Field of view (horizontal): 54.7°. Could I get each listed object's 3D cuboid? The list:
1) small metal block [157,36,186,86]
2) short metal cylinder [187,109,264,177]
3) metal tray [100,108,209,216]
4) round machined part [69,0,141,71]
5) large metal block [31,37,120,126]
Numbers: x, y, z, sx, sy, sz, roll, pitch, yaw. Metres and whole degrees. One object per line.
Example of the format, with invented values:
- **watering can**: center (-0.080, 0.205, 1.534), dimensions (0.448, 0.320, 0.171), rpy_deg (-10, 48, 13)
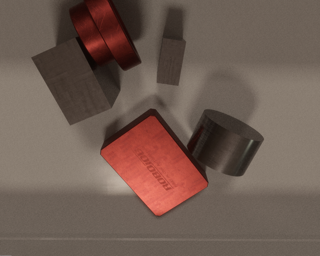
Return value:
- **small metal block**: center (0.012, -0.081, 0.368), dimensions (0.025, 0.050, 0.050), rpy_deg (8, 110, -3)
- **short metal cylinder**: center (0.081, 0.017, 0.389), dimensions (0.080, 0.080, 0.050), rpy_deg (21, 109, -8)
- **metal tray**: center (-0.006, 0.049, 0.427), dimensions (0.090, 0.030, 0.130), rpy_deg (-35, 107, 11)
- **round machined part**: center (-0.061, -0.105, 0.332), dimensions (0.042, 0.098, 0.098), rpy_deg (-26, 108, 4)
- **large metal block**: center (-0.091, -0.060, 0.359), dimensions (0.050, 0.080, 0.080), rpy_deg (-22, 109, 8)
